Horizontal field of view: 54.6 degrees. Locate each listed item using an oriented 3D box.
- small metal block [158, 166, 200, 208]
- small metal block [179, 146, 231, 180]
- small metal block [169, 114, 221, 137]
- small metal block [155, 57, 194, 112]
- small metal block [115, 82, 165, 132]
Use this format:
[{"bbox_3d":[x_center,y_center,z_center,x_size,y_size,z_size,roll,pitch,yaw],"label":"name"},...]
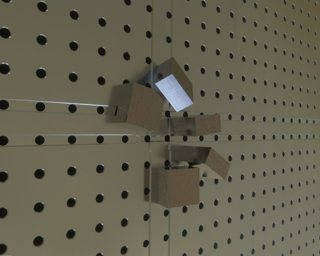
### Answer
[{"bbox_3d":[0.026,0.079,0.424,0.050,0.025,0.050,0,90,-27],"label":"small metal block"},{"bbox_3d":[0.064,0.050,0.446,0.050,0.050,0.025,39,66,-33],"label":"small metal block"},{"bbox_3d":[0.049,-0.004,0.433,0.050,0.050,0.025,-8,96,-40],"label":"small metal block"},{"bbox_3d":[0.020,-0.058,0.409,0.050,0.025,0.050,50,25,-28],"label":"small metal block"},{"bbox_3d":[-0.024,-0.025,0.388,0.050,0.025,0.050,17,80,-39],"label":"small metal block"}]
